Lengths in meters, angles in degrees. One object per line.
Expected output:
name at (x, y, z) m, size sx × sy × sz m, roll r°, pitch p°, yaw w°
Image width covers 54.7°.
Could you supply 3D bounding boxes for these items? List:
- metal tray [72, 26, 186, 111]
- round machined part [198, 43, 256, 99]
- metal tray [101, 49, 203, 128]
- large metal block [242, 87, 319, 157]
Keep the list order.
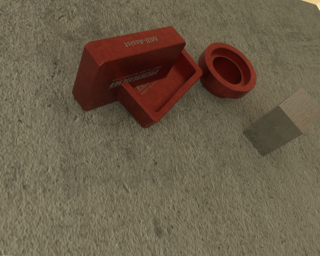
metal tray at (-0.038, -0.075, 0.387) m, size 0.131 × 0.089 × 0.030 m, roll -25°, pitch 71°, yaw -37°
round machined part at (0.104, -0.088, 0.505) m, size 0.099 × 0.042 × 0.098 m, roll 14°, pitch 56°, yaw -21°
metal tray at (-0.006, -0.073, 0.428) m, size 0.090 × 0.030 × 0.131 m, roll 49°, pitch 53°, yaw -9°
large metal block at (0.189, -0.009, 0.479) m, size 0.081 × 0.080 × 0.050 m, roll -31°, pitch 79°, yaw -38°
